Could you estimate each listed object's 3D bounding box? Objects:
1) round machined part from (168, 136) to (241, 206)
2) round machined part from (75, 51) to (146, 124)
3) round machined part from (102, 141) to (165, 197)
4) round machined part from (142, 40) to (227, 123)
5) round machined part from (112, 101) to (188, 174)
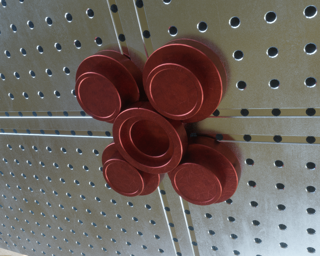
[{"bbox_3d":[0.053,0.063,0.409,0.098,0.042,0.097,13,124,20],"label":"round machined part"},{"bbox_3d":[-0.071,-0.047,0.406,0.098,0.042,0.097,13,124,20],"label":"round machined part"},{"bbox_3d":[-0.046,0.064,0.462,0.098,0.042,0.097,13,124,20],"label":"round machined part"},{"bbox_3d":[0.023,-0.048,0.357,0.098,0.042,0.097,13,124,20],"label":"round machined part"},{"bbox_3d":[-0.009,0.009,0.407,0.098,0.042,0.097,13,124,20],"label":"round machined part"}]
